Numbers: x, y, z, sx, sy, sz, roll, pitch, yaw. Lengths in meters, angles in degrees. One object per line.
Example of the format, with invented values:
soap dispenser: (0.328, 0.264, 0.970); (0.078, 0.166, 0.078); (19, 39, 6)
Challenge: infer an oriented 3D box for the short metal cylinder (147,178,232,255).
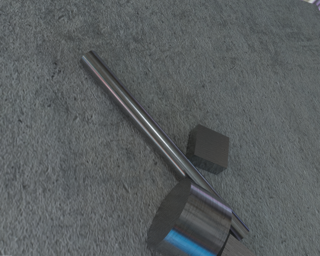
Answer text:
short metal cylinder: (0.030, 0.100, 0.325); (0.050, 0.080, 0.080); (34, 51, -7)

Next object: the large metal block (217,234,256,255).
large metal block: (0.075, 0.174, 0.324); (0.080, 0.050, 0.080); (40, 51, -1)

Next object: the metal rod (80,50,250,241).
metal rod: (0.002, 0.019, 0.394); (0.300, 0.025, 0.025); (49, 51, 6)

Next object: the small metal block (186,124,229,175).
small metal block: (0.065, 0.029, 0.423); (0.050, 0.025, 0.050); (24, 53, -14)
